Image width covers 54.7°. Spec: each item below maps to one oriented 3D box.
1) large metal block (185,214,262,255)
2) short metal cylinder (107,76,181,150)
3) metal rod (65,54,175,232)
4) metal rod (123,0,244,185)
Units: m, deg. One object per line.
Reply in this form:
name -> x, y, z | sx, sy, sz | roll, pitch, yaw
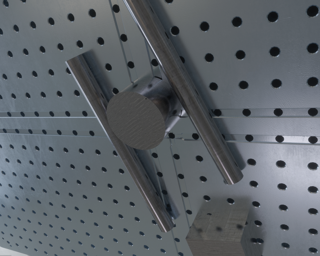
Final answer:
large metal block -> 0.095, 0.175, 0.453 | 0.080, 0.050, 0.080 | -9, 114, 32
short metal cylinder -> -0.020, -0.019, 0.394 | 0.080, 0.050, 0.079 | 13, 124, 21
metal rod -> -0.052, 0.033, 0.459 | 0.025, 0.025, 0.299 | -14, 111, 34
metal rod -> 0.022, -0.059, 0.363 | 0.025, 0.025, 0.299 | -20, 108, 35
